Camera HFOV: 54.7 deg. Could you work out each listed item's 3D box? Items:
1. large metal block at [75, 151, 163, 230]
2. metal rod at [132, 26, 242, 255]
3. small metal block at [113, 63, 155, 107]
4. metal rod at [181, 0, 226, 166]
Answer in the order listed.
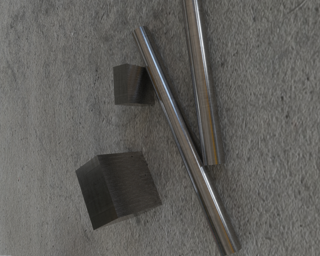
[{"bbox_3d":[-0.054,0.080,0.411,0.050,0.081,0.080,-35,69,34],"label":"large metal block"},{"bbox_3d":[0.026,0.002,0.381,0.025,0.025,0.299,-33,70,35],"label":"metal rod"},{"bbox_3d":[-0.034,-0.056,0.415,0.025,0.050,0.050,-5,87,40],"label":"small metal block"},{"bbox_3d":[0.044,-0.106,0.367,0.025,0.025,0.298,-12,83,39],"label":"metal rod"}]
